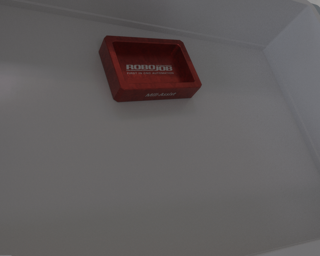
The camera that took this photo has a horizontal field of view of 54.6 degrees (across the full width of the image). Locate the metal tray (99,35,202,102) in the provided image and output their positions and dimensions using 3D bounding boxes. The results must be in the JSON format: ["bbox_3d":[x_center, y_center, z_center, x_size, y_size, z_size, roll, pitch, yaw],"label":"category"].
[{"bbox_3d":[-0.013,-0.086,0.447,0.131,0.030,0.090,-6,65,-31],"label":"metal tray"}]
